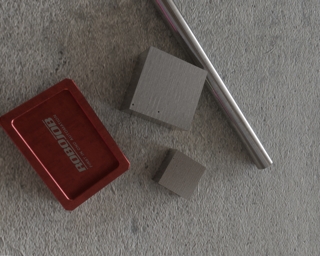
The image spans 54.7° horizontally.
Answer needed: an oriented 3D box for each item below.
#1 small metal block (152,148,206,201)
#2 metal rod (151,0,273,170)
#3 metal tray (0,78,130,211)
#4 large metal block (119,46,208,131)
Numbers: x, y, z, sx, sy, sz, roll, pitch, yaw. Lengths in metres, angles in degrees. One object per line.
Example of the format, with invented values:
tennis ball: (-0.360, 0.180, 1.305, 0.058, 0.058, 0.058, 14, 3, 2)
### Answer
small metal block: (0.026, 0.062, 0.419, 0.050, 0.025, 0.050, 33, 79, -17)
metal rod: (0.075, -0.065, 0.436, 0.025, 0.025, 0.299, -38, 103, -16)
metal tray: (-0.108, 0.019, 0.366, 0.090, 0.030, 0.130, -36, 102, -17)
large metal block: (0.004, -0.047, 0.397, 0.080, 0.050, 0.080, 20, 83, -19)
